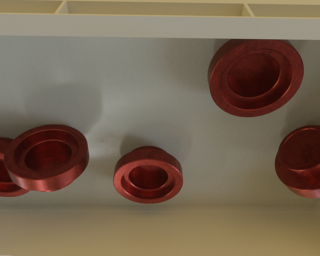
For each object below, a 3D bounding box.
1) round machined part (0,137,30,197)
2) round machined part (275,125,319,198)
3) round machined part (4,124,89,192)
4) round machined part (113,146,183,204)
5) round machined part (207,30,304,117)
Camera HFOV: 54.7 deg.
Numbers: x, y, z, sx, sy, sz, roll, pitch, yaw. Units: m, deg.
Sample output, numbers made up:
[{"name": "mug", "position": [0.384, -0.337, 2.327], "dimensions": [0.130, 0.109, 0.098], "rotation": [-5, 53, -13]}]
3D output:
[{"name": "round machined part", "position": [-0.222, 0.051, 0.439], "dimensions": [0.099, 0.042, 0.097], "rotation": [0, 131, 0]}, {"name": "round machined part", "position": [0.192, 0.035, 0.393], "dimensions": [0.098, 0.098, 0.042], "rotation": [-34, 122, 25]}, {"name": "round machined part", "position": [-0.141, 0.042, 0.396], "dimensions": [0.099, 0.098, 0.042], "rotation": [2, 130, -2]}, {"name": "round machined part", "position": [-0.017, 0.064, 0.452], "dimensions": [0.099, 0.042, 0.097], "rotation": [0, 130, 0]}, {"name": "round machined part", "position": [0.102, -0.062, 0.345], "dimensions": [0.099, 0.042, 0.097], "rotation": [0, 130, 0]}]
